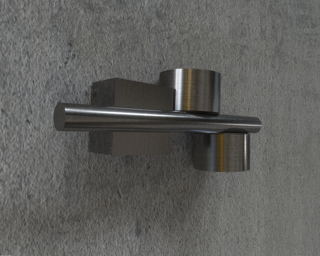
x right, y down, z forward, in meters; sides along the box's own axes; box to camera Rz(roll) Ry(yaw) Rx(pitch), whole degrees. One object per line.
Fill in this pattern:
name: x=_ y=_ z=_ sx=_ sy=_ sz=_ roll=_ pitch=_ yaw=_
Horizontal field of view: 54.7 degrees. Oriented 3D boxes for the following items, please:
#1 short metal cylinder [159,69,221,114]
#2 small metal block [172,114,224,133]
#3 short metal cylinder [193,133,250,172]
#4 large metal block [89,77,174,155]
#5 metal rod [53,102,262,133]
short metal cylinder: x=0.039 y=-0.045 z=0.406 sx=0.081 sy=0.080 sz=0.050 roll=3 pitch=89 yaw=-40
small metal block: x=0.053 y=-0.005 z=0.435 sx=0.050 sy=0.050 sz=0.025 roll=1 pitch=89 yaw=-40
short metal cylinder: x=0.088 y=0.033 z=0.446 sx=0.081 sy=0.080 sz=0.050 roll=0 pitch=91 yaw=-40
large metal block: x=-0.032 y=-0.010 z=0.360 sx=0.081 sy=0.050 sz=0.080 roll=4 pitch=88 yaw=-40
metal rod: x=0.027 y=-0.007 z=0.365 sx=0.302 sy=0.025 sz=0.025 roll=1 pitch=89 yaw=-41
